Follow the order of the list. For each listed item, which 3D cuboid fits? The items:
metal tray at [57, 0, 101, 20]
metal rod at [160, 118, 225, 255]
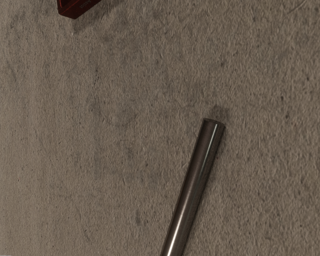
[{"bbox_3d":[-0.119,-0.245,0.496,0.130,0.030,0.090,-16,80,38],"label":"metal tray"},{"bbox_3d":[0.021,0.132,0.385,0.025,0.025,0.298,26,106,37],"label":"metal rod"}]
